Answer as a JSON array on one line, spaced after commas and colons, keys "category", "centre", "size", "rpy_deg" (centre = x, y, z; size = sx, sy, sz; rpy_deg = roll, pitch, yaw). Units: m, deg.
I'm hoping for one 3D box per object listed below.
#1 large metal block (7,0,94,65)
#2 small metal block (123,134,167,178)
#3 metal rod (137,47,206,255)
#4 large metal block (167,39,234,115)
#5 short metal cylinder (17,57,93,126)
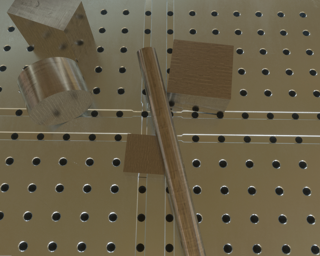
[{"category": "large metal block", "centre": [-0.148, -0.142, 0.433], "size": [0.080, 0.080, 0.050], "rpy_deg": [20, 71, 7]}, {"category": "small metal block", "centre": [-0.018, 0.036, 0.398], "size": [0.050, 0.025, 0.050], "rpy_deg": [4, 70, 1]}, {"category": "metal rod", "centre": [0.016, 0.044, 0.372], "size": [0.025, 0.025, 0.299], "rpy_deg": [-12, 79, -5]}, {"category": "large metal block", "centre": [0.054, -0.069, 0.424], "size": [0.080, 0.050, 0.080], "rpy_deg": [7, 70, 2]}, {"category": "short metal cylinder", "centre": [-0.133, -0.045, 0.398], "size": [0.080, 0.080, 0.050], "rpy_deg": [-24, 72, -9]}]
